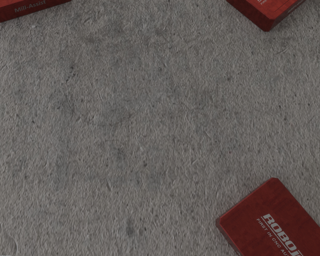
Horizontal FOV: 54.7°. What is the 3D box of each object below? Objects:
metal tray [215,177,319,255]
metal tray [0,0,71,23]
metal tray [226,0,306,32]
[{"bbox_3d":[0.139,0.135,0.357,0.090,0.030,0.130,-34,74,-12],"label":"metal tray"},{"bbox_3d":[-0.215,-0.225,0.485,0.131,0.030,0.090,-21,71,-8],"label":"metal tray"},{"bbox_3d":[0.181,-0.221,0.487,0.130,0.030,0.090,-40,75,-14],"label":"metal tray"}]
